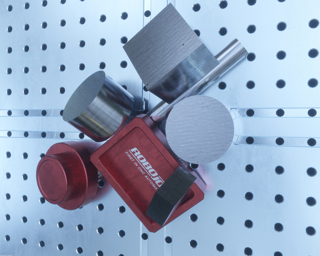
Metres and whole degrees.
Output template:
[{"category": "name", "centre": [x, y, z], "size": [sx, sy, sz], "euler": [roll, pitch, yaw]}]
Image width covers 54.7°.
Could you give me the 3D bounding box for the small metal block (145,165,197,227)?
[{"category": "small metal block", "centre": [0.013, 0.080, 0.363], "size": [0.025, 0.050, 0.050], "euler": [36, 137, 14]}]

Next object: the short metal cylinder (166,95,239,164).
[{"category": "short metal cylinder", "centre": [0.053, 0.002, 0.380], "size": [0.080, 0.050, 0.079], "euler": [0, 90, 20]}]

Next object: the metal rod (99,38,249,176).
[{"category": "metal rod", "centre": [-0.012, -0.009, 0.418], "size": [0.300, 0.025, 0.025], "euler": [-39, 78, 16]}]

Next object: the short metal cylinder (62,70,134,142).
[{"category": "short metal cylinder", "centre": [-0.081, -0.028, 0.406], "size": [0.080, 0.050, 0.080], "euler": [-31, 37, 27]}]

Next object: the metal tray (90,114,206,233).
[{"category": "metal tray", "centre": [-0.015, 0.058, 0.400], "size": [0.090, 0.030, 0.130], "euler": [-39, 90, 16]}]

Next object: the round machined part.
[{"category": "round machined part", "centre": [-0.137, 0.069, 0.438], "size": [0.098, 0.042, 0.097], "euler": [5, 99, 35]}]

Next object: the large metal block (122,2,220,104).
[{"category": "large metal block", "centre": [0.012, -0.090, 0.383], "size": [0.080, 0.050, 0.080], "euler": [-39, 58, 16]}]
